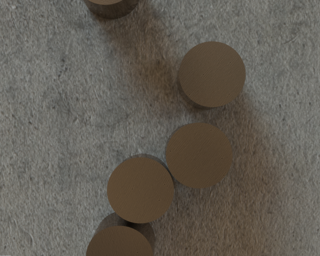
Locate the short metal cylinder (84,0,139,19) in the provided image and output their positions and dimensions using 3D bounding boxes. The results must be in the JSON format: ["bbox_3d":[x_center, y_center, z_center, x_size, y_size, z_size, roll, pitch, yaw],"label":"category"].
[{"bbox_3d":[-0.066,-0.188,0.397,0.081,0.050,0.079,0,90,-1],"label":"short metal cylinder"}]

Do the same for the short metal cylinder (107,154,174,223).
[{"bbox_3d":[-0.024,0.075,0.397,0.081,0.050,0.079,0,90,-1],"label":"short metal cylinder"}]

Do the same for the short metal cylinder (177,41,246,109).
[{"bbox_3d":[0.063,-0.065,0.398,0.081,0.050,0.079,0,90,-1],"label":"short metal cylinder"}]

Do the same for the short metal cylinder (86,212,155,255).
[{"bbox_3d":[-0.048,0.153,0.394,0.081,0.050,0.079,0,95,1],"label":"short metal cylinder"}]

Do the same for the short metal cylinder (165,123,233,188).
[{"bbox_3d":[0.047,0.033,0.398,0.081,0.050,0.079,0,90,-1],"label":"short metal cylinder"}]
